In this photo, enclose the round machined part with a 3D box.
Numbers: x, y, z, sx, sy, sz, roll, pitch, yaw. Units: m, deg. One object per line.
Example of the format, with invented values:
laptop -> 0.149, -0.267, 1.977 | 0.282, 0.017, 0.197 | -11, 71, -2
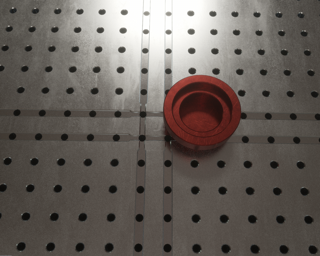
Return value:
round machined part -> 0.053, -0.017, 0.410 | 0.099, 0.042, 0.098 | 0, 70, -1
